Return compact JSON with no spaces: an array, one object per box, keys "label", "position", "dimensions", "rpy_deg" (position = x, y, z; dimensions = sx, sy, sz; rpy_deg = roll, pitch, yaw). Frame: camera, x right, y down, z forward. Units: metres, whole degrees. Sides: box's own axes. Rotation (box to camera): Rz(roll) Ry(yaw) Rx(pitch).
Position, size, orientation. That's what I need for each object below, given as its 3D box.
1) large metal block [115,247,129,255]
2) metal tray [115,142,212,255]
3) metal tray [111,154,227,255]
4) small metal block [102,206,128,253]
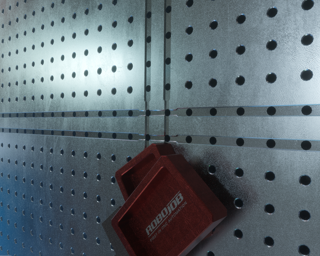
[{"label":"large metal block","position":[-0.030,0.204,0.416],"dimensions":[0.080,0.050,0.080],"rpy_deg":[-46,63,30]},{"label":"metal tray","position":[0.000,0.095,0.404],"dimensions":[0.090,0.030,0.130],"rpy_deg":[-39,66,32]},{"label":"metal tray","position":[0.004,0.105,0.360],"dimensions":[0.090,0.030,0.129],"rpy_deg":[51,119,27]},{"label":"small metal block","position":[-0.052,0.146,0.450],"dimensions":[0.050,0.025,0.050],"rpy_deg":[-48,62,29]}]
